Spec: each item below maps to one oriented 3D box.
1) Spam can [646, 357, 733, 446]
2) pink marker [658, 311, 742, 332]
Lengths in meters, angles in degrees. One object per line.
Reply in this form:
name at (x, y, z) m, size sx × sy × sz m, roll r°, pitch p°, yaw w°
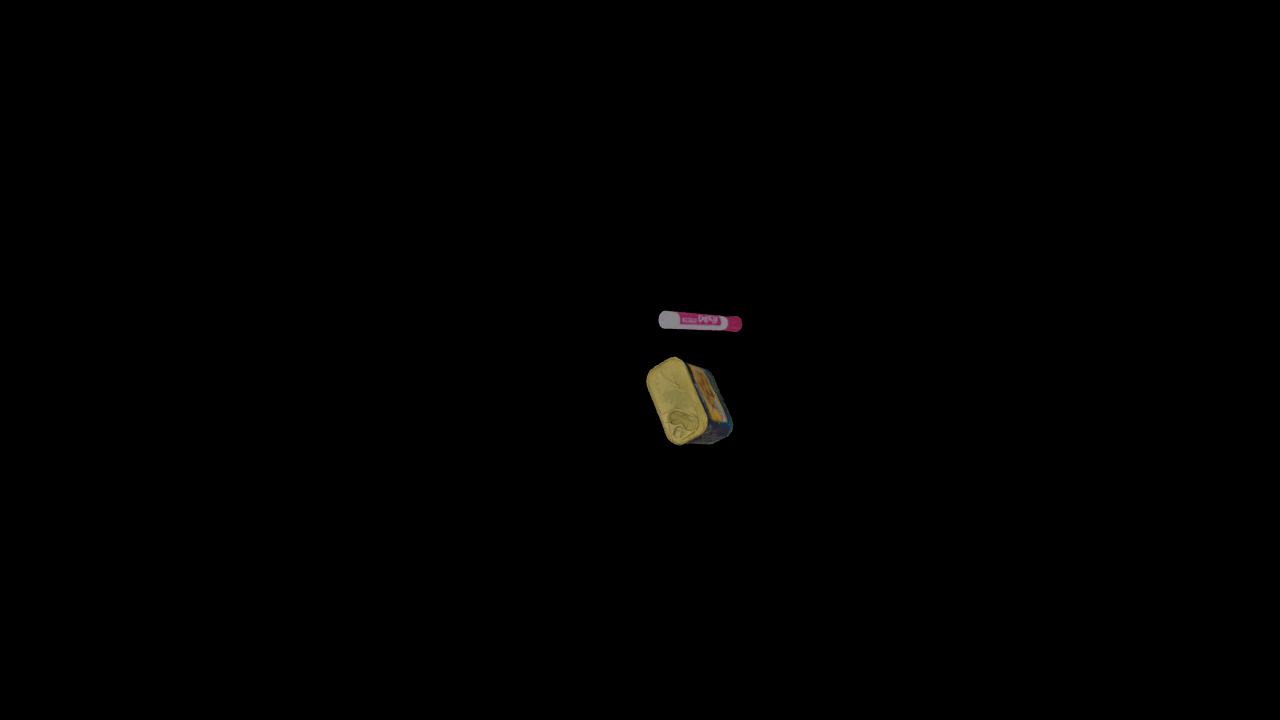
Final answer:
Spam can at (0.063, 0.053, 0.755) m, size 0.058 × 0.101 × 0.085 m, roll -31°, pitch -22°, yaw 24°
pink marker at (0.071, -0.042, 0.681) m, size 0.121 × 0.020 × 0.020 m, roll 0°, pitch 0°, yaw -41°
